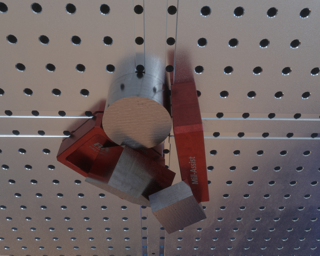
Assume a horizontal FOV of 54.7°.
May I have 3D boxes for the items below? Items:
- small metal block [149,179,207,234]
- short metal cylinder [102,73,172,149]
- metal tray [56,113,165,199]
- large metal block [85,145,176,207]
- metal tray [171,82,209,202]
[{"bbox_3d":[0.021,0.094,0.368,0.050,0.025,0.050,-25,127,6],"label":"small metal block"},{"bbox_3d":[-0.027,-0.020,0.378,0.081,0.050,0.079,0,130,0],"label":"short metal cylinder"},{"bbox_3d":[-0.067,0.045,0.445,0.090,0.030,0.130,-36,122,26],"label":"metal tray"},{"bbox_3d":[-0.040,0.065,0.409,0.080,0.050,0.080,32,159,-25],"label":"large metal block"},{"bbox_3d":[0.038,0.020,0.387,0.030,0.090,0.129,-7,130,6],"label":"metal tray"}]
